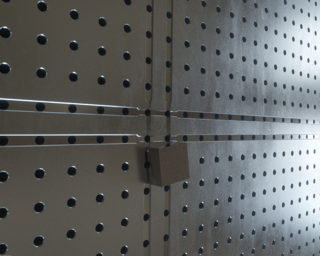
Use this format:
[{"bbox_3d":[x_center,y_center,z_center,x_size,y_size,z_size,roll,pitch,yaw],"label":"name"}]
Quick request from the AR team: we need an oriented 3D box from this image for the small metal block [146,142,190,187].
[{"bbox_3d":[0.012,0.047,0.418,0.050,0.025,0.050,-9,96,-40],"label":"small metal block"}]
